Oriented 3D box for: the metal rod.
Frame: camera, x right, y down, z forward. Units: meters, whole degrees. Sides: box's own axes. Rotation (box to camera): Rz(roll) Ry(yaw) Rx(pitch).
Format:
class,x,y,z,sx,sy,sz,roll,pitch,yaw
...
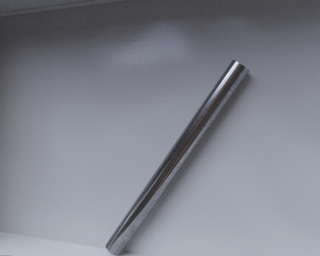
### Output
class,x,y,z,sx,sy,sz,roll,pitch,yaw
metal rod,0.017,0.046,0.403,0.025,0.025,0.299,37,101,16
